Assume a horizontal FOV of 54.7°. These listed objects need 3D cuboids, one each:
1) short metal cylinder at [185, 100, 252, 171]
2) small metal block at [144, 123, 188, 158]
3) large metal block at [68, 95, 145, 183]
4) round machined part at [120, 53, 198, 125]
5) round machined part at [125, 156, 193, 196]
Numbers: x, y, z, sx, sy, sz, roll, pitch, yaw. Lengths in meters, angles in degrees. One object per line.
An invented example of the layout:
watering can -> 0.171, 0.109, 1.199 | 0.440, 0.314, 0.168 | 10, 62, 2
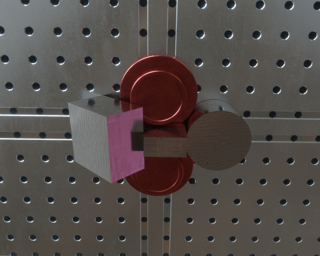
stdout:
short metal cylinder -> 0.072, 0.008, 0.402 | 0.081, 0.050, 0.079 | 0, 110, 0
small metal block -> 0.006, 0.014, 0.381 | 0.050, 0.050, 0.025 | 1, 110, -1
large metal block -> -0.066, 0.010, 0.381 | 0.050, 0.080, 0.079 | -19, 118, -41
round machined part -> -0.002, -0.042, 0.389 | 0.099, 0.042, 0.097 | 0, 110, 0
round machined part -> -0.003, 0.052, 0.423 | 0.099, 0.042, 0.097 | 0, 110, 0
